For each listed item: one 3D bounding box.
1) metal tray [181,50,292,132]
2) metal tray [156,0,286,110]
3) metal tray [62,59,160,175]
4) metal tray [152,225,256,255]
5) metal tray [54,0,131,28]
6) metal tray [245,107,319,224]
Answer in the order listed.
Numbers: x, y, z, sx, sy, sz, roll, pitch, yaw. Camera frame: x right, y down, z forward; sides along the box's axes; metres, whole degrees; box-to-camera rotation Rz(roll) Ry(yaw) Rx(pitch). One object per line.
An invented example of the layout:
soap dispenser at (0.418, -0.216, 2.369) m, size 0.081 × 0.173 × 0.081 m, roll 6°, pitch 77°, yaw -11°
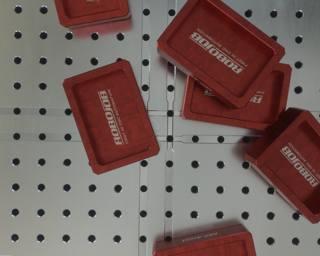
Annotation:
metal tray at (0.099, -0.047, 0.411) m, size 0.131 × 0.030 × 0.090 m, roll 9°, pitch 90°, yaw 0°
metal tray at (0.072, -0.095, 0.380) m, size 0.130 × 0.030 × 0.090 m, roll 37°, pitch 89°, yaw 0°
metal tray at (-0.062, -0.014, 0.410) m, size 0.090 × 0.030 × 0.129 m, roll -19°, pitch 90°, yaw 0°
metal tray at (0.062, 0.189, 0.411) m, size 0.131 × 0.030 × 0.090 m, roll -12°, pitch 90°, yaw 0°
metal tray at (-0.094, -0.201, 0.393) m, size 0.090 × 0.030 × 0.129 m, roll -10°, pitch 104°, yaw 1°
metal tray at (0.182, 0.048, 0.394) m, size 0.130 × 0.030 × 0.090 m, roll 44°, pitch 90°, yaw -17°
